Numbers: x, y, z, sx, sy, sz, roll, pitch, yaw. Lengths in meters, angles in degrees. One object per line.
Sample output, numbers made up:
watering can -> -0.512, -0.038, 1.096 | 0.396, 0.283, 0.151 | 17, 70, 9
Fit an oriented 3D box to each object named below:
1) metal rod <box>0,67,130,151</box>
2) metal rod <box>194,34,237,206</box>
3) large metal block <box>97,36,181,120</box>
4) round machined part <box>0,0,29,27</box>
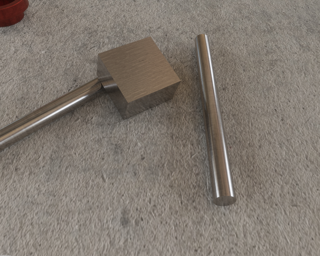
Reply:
metal rod -> -0.131, -0.033, 0.429 | 0.302, 0.025, 0.025 | -35, 58, -26
metal rod -> 0.071, -0.035, 0.433 | 0.025, 0.025, 0.300 | 0, 50, 0
large metal block -> -0.032, -0.069, 0.428 | 0.081, 0.050, 0.080 | -26, 74, -23
round machined part -> -0.295, -0.225, 0.577 | 0.099, 0.042, 0.098 | 0, 50, 0
